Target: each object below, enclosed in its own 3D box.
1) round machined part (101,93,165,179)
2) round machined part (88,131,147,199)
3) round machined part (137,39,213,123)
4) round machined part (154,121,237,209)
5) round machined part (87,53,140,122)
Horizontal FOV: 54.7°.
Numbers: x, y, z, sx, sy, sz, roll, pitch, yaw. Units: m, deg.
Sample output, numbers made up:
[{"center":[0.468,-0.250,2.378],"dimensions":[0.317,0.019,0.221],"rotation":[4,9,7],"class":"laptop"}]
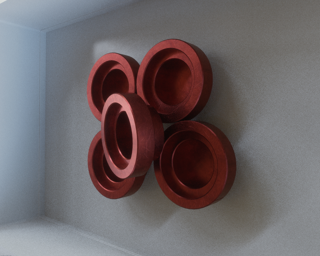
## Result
[{"center":[-0.030,0.007,0.361],"dimensions":[0.098,0.042,0.097],"rotation":[14,106,56],"class":"round machined part"},{"center":[-0.054,0.048,0.436],"dimensions":[0.098,0.042,0.097],"rotation":[0,90,39],"class":"round machined part"},{"center":[0.021,-0.054,0.374],"dimensions":[0.098,0.042,0.097],"rotation":[0,90,39],"class":"round machined part"},{"center":[0.043,0.040,0.356],"dimensions":[0.098,0.042,0.097],"rotation":[0,90,39],"class":"round machined part"},{"center":[-0.056,-0.054,0.437],"dimensions":[0.098,0.042,0.097],"rotation":[0,90,39],"class":"round machined part"}]
